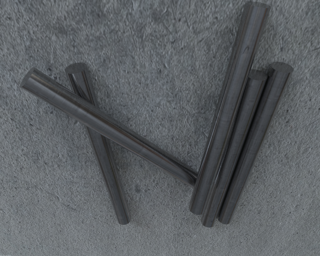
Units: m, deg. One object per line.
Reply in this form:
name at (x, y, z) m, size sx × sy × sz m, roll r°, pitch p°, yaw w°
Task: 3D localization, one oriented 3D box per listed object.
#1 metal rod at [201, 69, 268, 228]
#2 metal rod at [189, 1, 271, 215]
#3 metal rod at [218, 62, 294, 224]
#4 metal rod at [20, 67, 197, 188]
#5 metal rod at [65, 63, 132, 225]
metal rod at (0.098, 0.052, 0.451) m, size 0.025 × 0.025 × 0.298 m, roll 4°, pitch 130°, yaw -3°
metal rod at (0.076, 0.000, 0.388) m, size 0.025 × 0.025 × 0.298 m, roll 6°, pitch 124°, yaw -5°
metal rod at (0.125, 0.044, 0.445) m, size 0.025 × 0.025 × 0.298 m, roll 4°, pitch 130°, yaw -3°
metal rod at (-0.033, 0.019, 0.400) m, size 0.025 × 0.025 × 0.301 m, roll -36°, pitch 129°, yaw 26°
metal rod at (-0.078, 0.045, 0.444) m, size 0.025 × 0.025 × 0.298 m, roll -5°, pitch 130°, yaw 4°
